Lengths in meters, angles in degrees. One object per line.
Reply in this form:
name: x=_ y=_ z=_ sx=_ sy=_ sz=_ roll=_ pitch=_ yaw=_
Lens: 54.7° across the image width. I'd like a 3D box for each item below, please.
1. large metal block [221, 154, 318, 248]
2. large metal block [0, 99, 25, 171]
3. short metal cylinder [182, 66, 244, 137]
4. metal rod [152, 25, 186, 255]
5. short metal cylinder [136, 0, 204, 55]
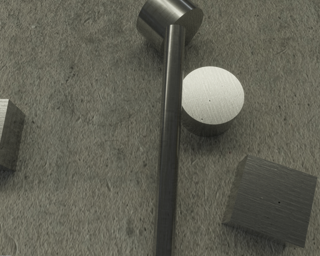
large metal block: x=0.127 y=0.086 z=0.364 sx=0.080 sy=0.050 sz=0.080 roll=19 pitch=71 yaw=6
large metal block: x=-0.226 y=0.010 z=0.390 sx=0.081 sy=0.050 sz=0.080 roll=1 pitch=70 yaw=0
short metal cylinder: x=0.064 y=-0.033 z=0.408 sx=0.081 sy=0.050 sz=0.080 roll=0 pitch=70 yaw=0
metal rod: x=0.011 y=0.025 z=0.365 sx=0.025 sy=0.025 sz=0.298 roll=3 pitch=83 yaw=1
short metal cylinder: x=0.014 y=-0.148 z=0.433 sx=0.080 sy=0.080 sz=0.050 roll=-40 pitch=75 yaw=-13
